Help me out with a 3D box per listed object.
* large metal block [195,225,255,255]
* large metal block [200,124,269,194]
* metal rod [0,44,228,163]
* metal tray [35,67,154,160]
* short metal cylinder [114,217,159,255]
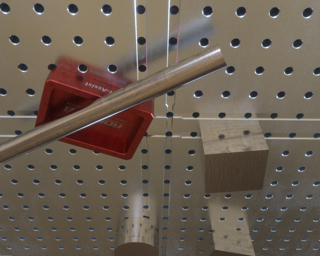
[{"bbox_3d":[0.123,0.237,0.598,0.081,0.050,0.079,14,129,-12],"label":"large metal block"},{"bbox_3d":[0.101,0.044,0.434,0.080,0.050,0.080,-5,130,4],"label":"large metal block"},{"bbox_3d":[-0.071,-0.020,0.353,0.300,0.025,0.025,-22,127,17],"label":"metal rod"},{"bbox_3d":[-0.083,-0.014,0.395,0.131,0.030,0.089,18,128,-15],"label":"metal tray"},{"bbox_3d":[-0.042,0.209,0.572,0.081,0.050,0.079,0,130,0],"label":"short metal cylinder"}]
